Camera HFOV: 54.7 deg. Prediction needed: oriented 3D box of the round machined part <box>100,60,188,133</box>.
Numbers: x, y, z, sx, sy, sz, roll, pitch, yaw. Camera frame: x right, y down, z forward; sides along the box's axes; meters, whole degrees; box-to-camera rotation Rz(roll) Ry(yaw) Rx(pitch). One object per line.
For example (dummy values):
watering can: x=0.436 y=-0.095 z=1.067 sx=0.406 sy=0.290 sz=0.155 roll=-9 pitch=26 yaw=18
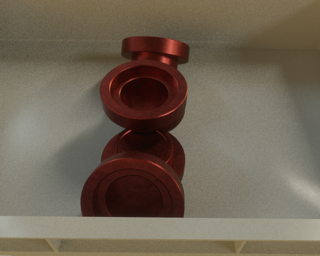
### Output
round machined part: x=-0.018 y=-0.033 z=0.364 sx=0.099 sy=0.042 sz=0.098 roll=0 pitch=50 yaw=0

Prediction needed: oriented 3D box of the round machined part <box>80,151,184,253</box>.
round machined part: x=-0.025 y=0.070 z=0.310 sx=0.099 sy=0.097 sz=0.042 roll=5 pitch=13 yaw=3

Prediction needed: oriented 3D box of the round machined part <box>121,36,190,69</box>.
round machined part: x=-0.008 y=-0.101 z=0.453 sx=0.099 sy=0.098 sz=0.042 roll=5 pitch=93 yaw=4

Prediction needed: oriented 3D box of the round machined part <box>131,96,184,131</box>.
round machined part: x=-0.014 y=-0.041 z=0.426 sx=0.099 sy=0.042 sz=0.098 roll=0 pitch=50 yaw=0

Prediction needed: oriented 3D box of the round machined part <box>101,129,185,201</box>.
round machined part: x=-0.020 y=0.034 z=0.362 sx=0.099 sy=0.042 sz=0.098 roll=0 pitch=50 yaw=0
